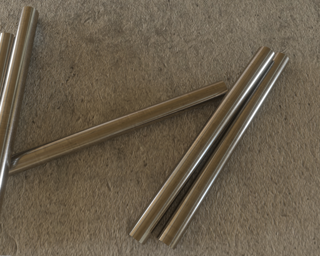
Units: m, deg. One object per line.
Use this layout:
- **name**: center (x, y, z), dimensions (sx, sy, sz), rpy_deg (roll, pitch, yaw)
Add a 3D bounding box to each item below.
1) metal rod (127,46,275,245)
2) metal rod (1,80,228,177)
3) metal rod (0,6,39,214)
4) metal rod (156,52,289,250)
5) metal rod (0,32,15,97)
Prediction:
- **metal rod**: center (0.060, 0.012, 0.395), dimensions (0.025, 0.025, 0.300), rpy_deg (34, 76, 11)
- **metal rod**: center (-0.052, -0.003, 0.408), dimensions (0.302, 0.025, 0.025), rpy_deg (-20, 71, -8)
- **metal rod**: center (-0.192, -0.042, 0.404), dimensions (0.025, 0.025, 0.299), rpy_deg (-2, 64, -1)
- **metal rod**: center (0.090, 0.017, 0.402), dimensions (0.025, 0.025, 0.300), rpy_deg (32, 73, 11)
- **metal rod**: center (-0.222, 0.008, 0.403), dimensions (0.025, 0.025, 0.299), rpy_deg (0, 70, 0)
